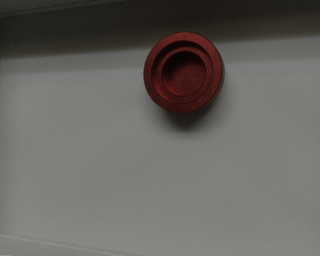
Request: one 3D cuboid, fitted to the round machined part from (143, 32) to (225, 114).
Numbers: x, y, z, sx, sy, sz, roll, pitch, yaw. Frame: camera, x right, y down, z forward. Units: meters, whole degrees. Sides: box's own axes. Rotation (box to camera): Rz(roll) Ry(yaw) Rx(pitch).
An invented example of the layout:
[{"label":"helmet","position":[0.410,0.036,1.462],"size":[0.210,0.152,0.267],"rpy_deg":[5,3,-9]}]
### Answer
[{"label":"round machined part","position":[0.032,-0.067,0.390],"size":[0.098,0.042,0.097],"rpy_deg":[0,90,20]}]
